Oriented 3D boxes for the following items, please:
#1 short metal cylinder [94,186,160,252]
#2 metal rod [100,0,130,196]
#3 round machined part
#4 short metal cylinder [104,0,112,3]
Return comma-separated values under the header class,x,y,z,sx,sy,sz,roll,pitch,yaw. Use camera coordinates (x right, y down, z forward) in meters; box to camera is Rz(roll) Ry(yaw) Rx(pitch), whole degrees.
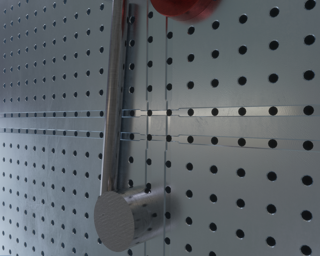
class,x,y,z,sx,sy,sz,roll,pitch,yaw
short metal cylinder,-0.047,0.124,0.432,0.080,0.050,0.079,0,90,40
metal rod,-0.068,-0.039,0.465,0.025,0.025,0.298,7,95,39
round machined part,0.021,-0.187,0.381,0.098,0.042,0.097,0,90,40
short metal cylinder,-0.083,-0.235,0.462,0.080,0.050,0.079,0,90,40
